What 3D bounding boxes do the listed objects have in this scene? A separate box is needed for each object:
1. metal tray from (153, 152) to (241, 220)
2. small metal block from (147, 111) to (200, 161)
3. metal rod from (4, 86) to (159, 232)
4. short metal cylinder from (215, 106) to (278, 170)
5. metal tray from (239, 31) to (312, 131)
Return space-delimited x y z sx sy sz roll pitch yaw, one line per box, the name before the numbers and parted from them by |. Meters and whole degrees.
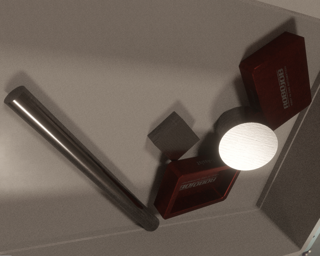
metal tray | 0.061 0.085 0.476 0.131 0.030 0.089 -7 129 -34
small metal block | 0.020 0.013 0.429 0.050 0.025 0.050 -43 130 1
metal rod | -0.079 0.061 0.404 0.025 0.025 0.300 -38 130 -3
short metal cylinder | 0.124 0.015 0.451 0.080 0.050 0.079 1 120 2
metal tray | 0.177 -0.065 0.465 0.090 0.030 0.130 -35 129 -6
